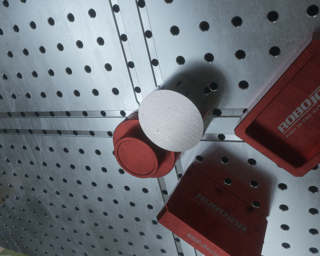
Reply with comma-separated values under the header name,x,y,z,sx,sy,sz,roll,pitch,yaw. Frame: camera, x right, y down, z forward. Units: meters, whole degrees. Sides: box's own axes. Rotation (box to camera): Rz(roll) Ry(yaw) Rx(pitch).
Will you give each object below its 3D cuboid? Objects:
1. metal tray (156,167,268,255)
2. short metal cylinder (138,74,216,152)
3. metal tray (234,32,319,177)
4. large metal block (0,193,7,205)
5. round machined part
name,x,y,z,sx,sy,sz,roll,pitch,yaw
metal tray,0.071,0.119,0.405,0.130,0.090,0.030,34,129,5
short metal cylinder,0.022,-0.018,0.372,0.080,0.050,0.079,13,124,21
metal tray,0.150,-0.018,0.317,0.090,0.030,0.129,36,129,4
large metal block,-0.415,0.186,0.709,0.050,0.080,0.080,49,129,-7
round machined part,-0.024,0.031,0.432,0.098,0.042,0.097,13,124,21
